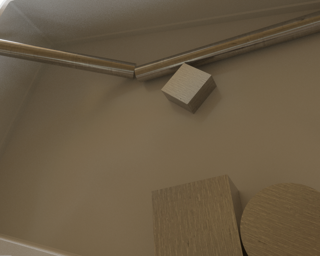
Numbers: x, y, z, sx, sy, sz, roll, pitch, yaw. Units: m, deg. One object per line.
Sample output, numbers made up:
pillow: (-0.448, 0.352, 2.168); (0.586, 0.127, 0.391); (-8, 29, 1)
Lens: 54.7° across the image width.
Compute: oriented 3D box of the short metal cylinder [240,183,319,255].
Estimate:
short metal cylinder: (0.116, 0.094, 0.271); (0.080, 0.050, 0.080); (-13, 56, 20)

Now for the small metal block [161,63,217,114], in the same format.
small metal block: (0.039, -0.054, 0.417); (0.050, 0.025, 0.050); (34, 80, 38)

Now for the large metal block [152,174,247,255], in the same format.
large metal block: (0.041, 0.100, 0.306); (0.080, 0.050, 0.080); (-16, 55, 18)

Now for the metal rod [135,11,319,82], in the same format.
metal rod: (0.106, -0.111, 0.416); (0.301, 0.025, 0.025); (-13, 57, 20)

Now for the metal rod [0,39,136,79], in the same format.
metal rod: (-0.187, -0.115, 0.484); (0.302, 0.025, 0.025); (10, 64, 1)
